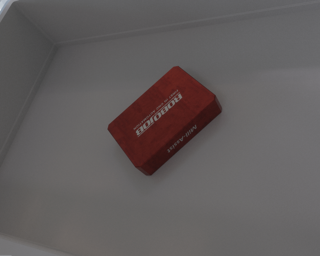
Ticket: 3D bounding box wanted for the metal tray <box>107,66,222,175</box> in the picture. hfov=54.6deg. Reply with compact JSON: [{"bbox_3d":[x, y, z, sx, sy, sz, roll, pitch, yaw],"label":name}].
[{"bbox_3d":[0.004,-0.012,0.409,0.130,0.030,0.090,-42,51,-1],"label":"metal tray"}]
